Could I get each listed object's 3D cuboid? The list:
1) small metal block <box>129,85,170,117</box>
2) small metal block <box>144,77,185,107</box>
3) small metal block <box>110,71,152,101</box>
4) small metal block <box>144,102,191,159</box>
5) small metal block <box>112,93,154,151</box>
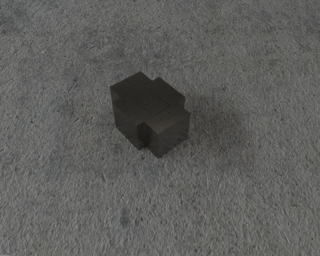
[{"bbox_3d":[-0.014,-0.019,0.404,0.025,0.050,0.050,-33,58,-24],"label":"small metal block"},{"bbox_3d":[0.006,-0.032,0.414,0.025,0.050,0.050,-34,58,-25],"label":"small metal block"},{"bbox_3d":[-0.038,-0.042,0.422,0.050,0.050,0.025,-32,57,-24],"label":"small metal block"},{"bbox_3d":[0.009,0.004,0.385,0.050,0.050,0.025,-32,57,-24],"label":"small metal block"},{"bbox_3d":[-0.033,-0.007,0.393,0.025,0.050,0.050,-33,58,-24],"label":"small metal block"}]
